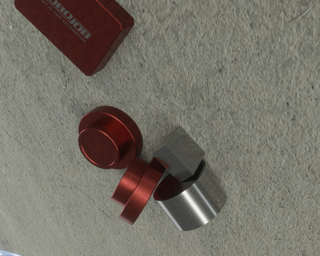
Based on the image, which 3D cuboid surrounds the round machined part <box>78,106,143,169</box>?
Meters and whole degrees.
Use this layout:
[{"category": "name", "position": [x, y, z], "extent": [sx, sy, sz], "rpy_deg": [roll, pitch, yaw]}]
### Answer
[{"category": "round machined part", "position": [-0.078, 0.021, 0.448], "extent": [0.098, 0.042, 0.097], "rpy_deg": [13, 124, 20]}]

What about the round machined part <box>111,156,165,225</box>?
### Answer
[{"category": "round machined part", "position": [-0.031, 0.077, 0.420], "extent": [0.042, 0.098, 0.097], "rpy_deg": [30, 128, 2]}]

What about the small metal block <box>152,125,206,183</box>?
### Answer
[{"category": "small metal block", "position": [0.026, 0.033, 0.396], "extent": [0.050, 0.050, 0.025], "rpy_deg": [47, 128, -5]}]

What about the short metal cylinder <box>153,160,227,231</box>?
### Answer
[{"category": "short metal cylinder", "position": [0.039, 0.086, 0.403], "extent": [0.080, 0.080, 0.050], "rpy_deg": [-27, 104, 37]}]

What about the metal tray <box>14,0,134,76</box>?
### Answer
[{"category": "metal tray", "position": [-0.105, -0.138, 0.372], "extent": [0.130, 0.030, 0.090], "rpy_deg": [44, 129, -3]}]
